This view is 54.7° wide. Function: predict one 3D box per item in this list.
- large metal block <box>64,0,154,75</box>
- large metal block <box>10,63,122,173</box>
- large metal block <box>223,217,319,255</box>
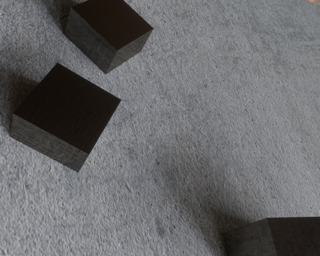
[{"bbox_3d":[-0.071,-0.134,0.432,0.080,0.050,0.080,44,51,2],"label":"large metal block"},{"bbox_3d":[-0.101,-0.011,0.340,0.080,0.050,0.080,30,52,-9],"label":"large metal block"},{"bbox_3d":[0.133,0.137,0.356,0.081,0.080,0.050,7,59,-25],"label":"large metal block"}]
